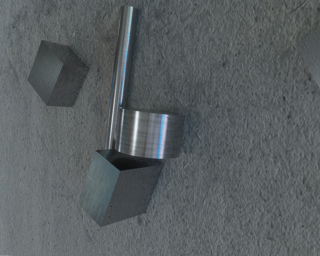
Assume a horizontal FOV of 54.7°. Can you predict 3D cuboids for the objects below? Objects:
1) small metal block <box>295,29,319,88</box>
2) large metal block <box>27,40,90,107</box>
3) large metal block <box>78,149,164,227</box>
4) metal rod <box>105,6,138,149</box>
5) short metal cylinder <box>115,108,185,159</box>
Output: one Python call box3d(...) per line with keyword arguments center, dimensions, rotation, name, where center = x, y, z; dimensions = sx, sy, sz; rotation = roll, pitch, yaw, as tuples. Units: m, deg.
box3d(center=(0.158, -0.066, 0.274), dimensions=(0.050, 0.025, 0.050), rotation=(-33, 70, 35), name="small metal block")
box3d(center=(-0.177, -0.092, 0.535), dimensions=(0.080, 0.050, 0.080), rotation=(45, 117, 30), name="large metal block")
box3d(center=(-0.051, 0.074, 0.411), dimensions=(0.050, 0.081, 0.079), rotation=(32, 110, 35), name="large metal block")
box3d(center=(-0.063, -0.023, 0.456), dimensions=(0.025, 0.025, 0.298), rotation=(12, 98, 39), name="metal rod")
box3d(center=(-0.012, 0.004, 0.379), dimensions=(0.080, 0.081, 0.050), rotation=(12, 98, 39), name="short metal cylinder")
